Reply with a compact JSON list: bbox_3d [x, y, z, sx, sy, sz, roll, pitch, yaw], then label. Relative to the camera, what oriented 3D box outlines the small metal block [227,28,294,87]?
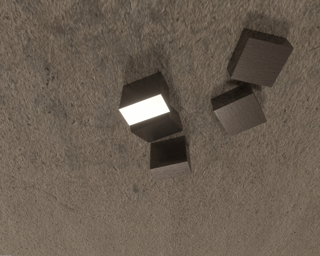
[{"bbox_3d":[0.109,-0.077,0.343,0.050,0.025,0.050,10,129,-9],"label":"small metal block"}]

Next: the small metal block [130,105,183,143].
[{"bbox_3d":[-0.005,-0.007,0.388,0.050,0.025,0.050,-20,156,16],"label":"small metal block"}]

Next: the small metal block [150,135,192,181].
[{"bbox_3d":[0.015,0.041,0.426,0.050,0.050,0.025,-14,129,11],"label":"small metal block"}]

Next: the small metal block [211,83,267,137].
[{"bbox_3d":[0.099,-0.022,0.390,0.050,0.025,0.050,-25,126,19],"label":"small metal block"}]

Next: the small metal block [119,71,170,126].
[{"bbox_3d":[-0.017,-0.035,0.361,0.050,0.050,0.025,-19,127,15],"label":"small metal block"}]
